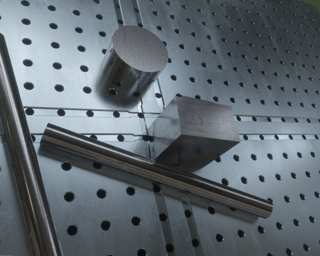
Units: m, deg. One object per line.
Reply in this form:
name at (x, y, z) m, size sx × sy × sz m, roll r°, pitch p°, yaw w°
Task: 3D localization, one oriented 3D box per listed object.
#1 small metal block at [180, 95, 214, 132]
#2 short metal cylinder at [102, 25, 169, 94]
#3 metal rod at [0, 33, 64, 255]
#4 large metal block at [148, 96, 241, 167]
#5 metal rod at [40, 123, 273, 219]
small metal block at (0.042, -0.016, 0.426) m, size 0.050 × 0.050 × 0.025 m, roll 9°, pitch 58°, yaw -24°
short metal cylinder at (-0.035, -0.095, 0.433) m, size 0.081 × 0.050 × 0.080 m, roll 14°, pitch 56°, yaw -21°
metal rod at (-0.142, 0.024, 0.317) m, size 0.025 × 0.025 × 0.299 m, roll -10°, pitch 67°, yaw -33°
large metal block at (0.040, 0.008, 0.391) m, size 0.081 × 0.080 × 0.050 m, roll 8°, pitch 59°, yaw -25°
metal rod at (0.009, 0.058, 0.378) m, size 0.302 × 0.025 × 0.025 m, roll 21°, pitch 54°, yaw -16°
